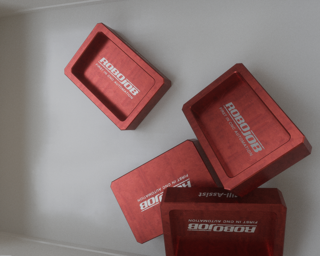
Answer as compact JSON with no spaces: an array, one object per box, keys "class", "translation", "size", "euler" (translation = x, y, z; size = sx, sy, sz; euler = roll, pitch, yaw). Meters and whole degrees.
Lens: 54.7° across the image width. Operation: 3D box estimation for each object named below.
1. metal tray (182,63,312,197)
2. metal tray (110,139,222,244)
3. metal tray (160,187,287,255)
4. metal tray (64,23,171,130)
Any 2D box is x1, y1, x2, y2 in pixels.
[{"class":"metal tray","translation":[0.088,-0.002,0.343],"size":[0.090,0.030,0.130],"euler":[-38,47,16]},{"class":"metal tray","translation":[0.010,0.082,0.404],"size":[0.130,0.030,0.090],"euler":[-31,80,17]},{"class":"metal tray","translation":[0.070,0.113,0.353],"size":[0.131,0.030,0.089],"euler":[-1,114,10]},{"class":"metal tray","translation":[-0.061,-0.070,0.429],"size":[0.130,0.030,0.090],"euler":[44,103,14]}]
